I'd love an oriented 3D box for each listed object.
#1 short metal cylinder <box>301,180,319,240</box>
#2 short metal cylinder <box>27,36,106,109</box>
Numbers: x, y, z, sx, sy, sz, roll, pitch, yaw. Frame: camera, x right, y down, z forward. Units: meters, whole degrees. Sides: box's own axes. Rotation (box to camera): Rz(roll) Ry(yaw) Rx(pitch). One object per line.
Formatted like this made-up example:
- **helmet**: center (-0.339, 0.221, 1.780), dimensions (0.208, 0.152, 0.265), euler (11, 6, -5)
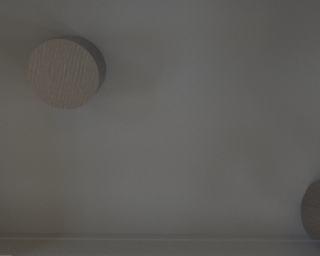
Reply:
- **short metal cylinder**: center (0.241, 0.117, 0.427), dimensions (0.050, 0.080, 0.079), euler (13, 110, -5)
- **short metal cylinder**: center (-0.109, -0.068, 0.372), dimensions (0.081, 0.050, 0.079), euler (0, 110, 0)
